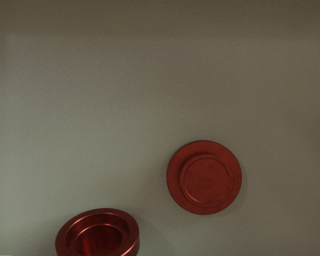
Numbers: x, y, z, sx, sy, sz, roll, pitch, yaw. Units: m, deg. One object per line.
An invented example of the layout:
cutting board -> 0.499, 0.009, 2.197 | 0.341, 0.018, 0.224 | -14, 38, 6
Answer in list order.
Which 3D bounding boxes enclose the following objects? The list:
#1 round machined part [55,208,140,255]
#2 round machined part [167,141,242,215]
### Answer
round machined part -> -0.074, 0.145, 0.379 | 0.099, 0.098, 0.042 | -2, 113, 0
round machined part -> 0.058, 0.065, 0.403 | 0.099, 0.042, 0.097 | 0, 90, 0
